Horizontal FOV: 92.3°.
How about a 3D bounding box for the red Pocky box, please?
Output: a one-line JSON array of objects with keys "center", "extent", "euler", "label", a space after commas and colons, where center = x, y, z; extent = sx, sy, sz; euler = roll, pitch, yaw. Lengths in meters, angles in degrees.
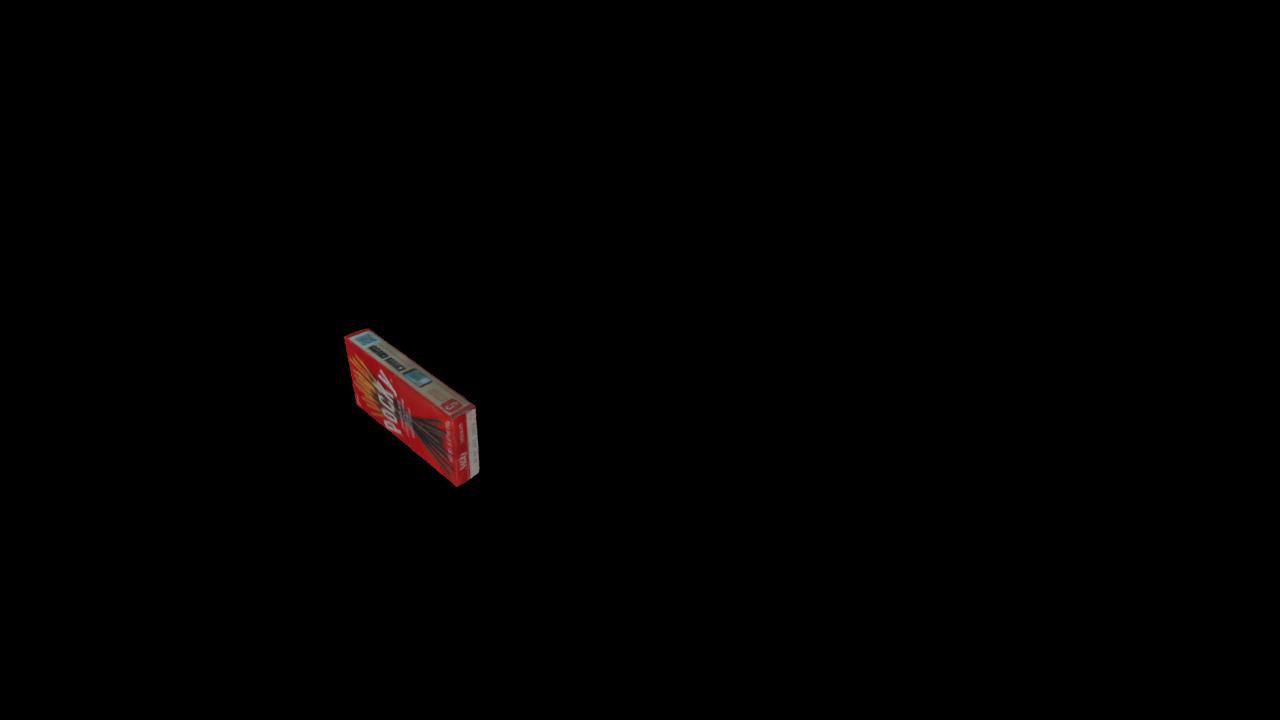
[{"center": [-0.203, 0.040, 0.545], "extent": [0.155, 0.083, 0.028], "euler": [29, 42, 26], "label": "red Pocky box"}]
